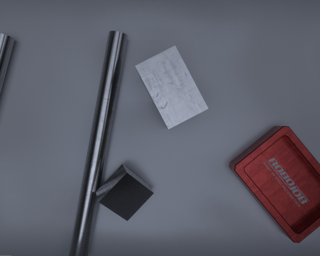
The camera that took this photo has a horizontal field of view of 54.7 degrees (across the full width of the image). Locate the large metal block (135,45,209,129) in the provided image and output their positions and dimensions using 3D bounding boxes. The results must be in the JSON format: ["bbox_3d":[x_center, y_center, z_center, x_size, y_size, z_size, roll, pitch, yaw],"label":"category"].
[{"bbox_3d":[0.013,-0.046,0.384,0.050,0.080,0.080,-28,90,0],"label":"large metal block"}]

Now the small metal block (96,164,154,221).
[{"bbox_3d":[-0.046,0.084,0.401,0.050,0.025,0.050,-47,117,0],"label":"small metal block"}]

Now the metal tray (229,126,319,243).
[{"bbox_3d":[0.168,0.072,0.411,0.090,0.030,0.130,-39,91,-1],"label":"metal tray"}]

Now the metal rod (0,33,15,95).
[{"bbox_3d":[-0.243,0.023,0.408,0.025,0.025,0.298,15,90,-1],"label":"metal rod"}]

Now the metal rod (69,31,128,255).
[{"bbox_3d":[-0.081,0.022,0.410,0.025,0.025,0.298,10,90,-1],"label":"metal rod"}]
